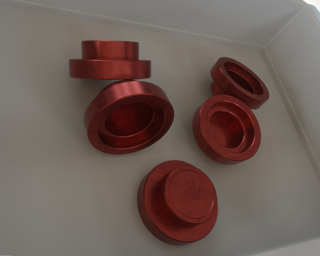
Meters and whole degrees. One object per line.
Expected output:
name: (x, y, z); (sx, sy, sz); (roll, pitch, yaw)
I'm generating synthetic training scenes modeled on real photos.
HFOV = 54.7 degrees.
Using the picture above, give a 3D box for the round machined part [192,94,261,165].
round machined part: (0.089, 0.005, 0.436); (0.099, 0.042, 0.098); (9, 65, -21)

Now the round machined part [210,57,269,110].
round machined part: (0.120, -0.064, 0.491); (0.099, 0.042, 0.098); (23, 38, -19)

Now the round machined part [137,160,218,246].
round machined part: (0.027, 0.082, 0.361); (0.099, 0.042, 0.098); (14, 56, -21)

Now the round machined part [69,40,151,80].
round machined part: (-0.060, -0.084, 0.377); (0.099, 0.098, 0.042); (-7, 105, -32)

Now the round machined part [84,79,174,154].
round machined part: (-0.037, -0.016, 0.353); (0.099, 0.097, 0.042); (-1, 47, -29)
